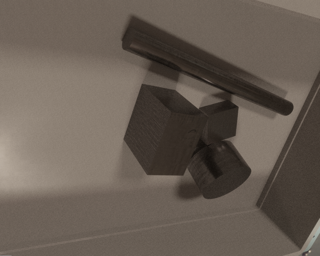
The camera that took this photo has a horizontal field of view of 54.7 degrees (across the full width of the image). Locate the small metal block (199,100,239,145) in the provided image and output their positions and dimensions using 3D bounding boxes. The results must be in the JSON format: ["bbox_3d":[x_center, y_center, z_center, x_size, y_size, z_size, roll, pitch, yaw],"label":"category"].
[{"bbox_3d":[0.084,-0.008,0.452,0.050,0.025,0.050,-16,125,-20],"label":"small metal block"}]

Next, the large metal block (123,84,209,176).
[{"bbox_3d":[0.003,0.002,0.377,0.050,0.080,0.079,7,115,-32],"label":"large metal block"}]

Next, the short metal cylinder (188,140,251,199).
[{"bbox_3d":[0.089,0.064,0.469,0.081,0.050,0.080,-19,144,-14],"label":"short metal cylinder"}]

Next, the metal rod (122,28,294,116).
[{"bbox_3d":[0.086,-0.064,0.417,0.302,0.025,0.025,15,111,-35],"label":"metal rod"}]
